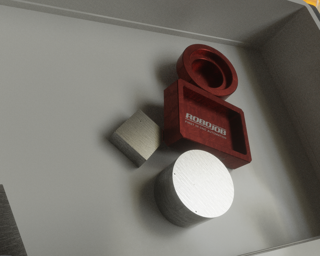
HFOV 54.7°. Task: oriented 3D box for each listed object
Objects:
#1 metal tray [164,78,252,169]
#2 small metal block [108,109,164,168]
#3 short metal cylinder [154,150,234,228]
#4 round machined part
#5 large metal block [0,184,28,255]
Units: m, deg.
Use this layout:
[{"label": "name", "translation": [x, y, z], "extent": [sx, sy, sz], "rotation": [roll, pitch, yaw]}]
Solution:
[{"label": "metal tray", "translation": [0.066, -0.003, 0.425], "extent": [0.131, 0.030, 0.090], "rotation": [21, 53, -31]}, {"label": "small metal block", "translation": [-0.026, 0.012, 0.385], "extent": [0.050, 0.025, 0.050], "rotation": [42, 51, 0]}, {"label": "short metal cylinder", "translation": [0.040, 0.072, 0.368], "extent": [0.081, 0.050, 0.080], "rotation": [14, 56, -21]}, {"label": "round machined part", "translation": [0.068, -0.079, 0.482], "extent": [0.099, 0.042, 0.098], "rotation": [14, 56, -21]}, {"label": "large metal block", "translation": [-0.151, 0.088, 0.227], "extent": [0.050, 0.080, 0.080], "rotation": [-29, 74, 4]}]
